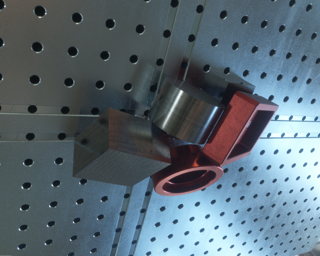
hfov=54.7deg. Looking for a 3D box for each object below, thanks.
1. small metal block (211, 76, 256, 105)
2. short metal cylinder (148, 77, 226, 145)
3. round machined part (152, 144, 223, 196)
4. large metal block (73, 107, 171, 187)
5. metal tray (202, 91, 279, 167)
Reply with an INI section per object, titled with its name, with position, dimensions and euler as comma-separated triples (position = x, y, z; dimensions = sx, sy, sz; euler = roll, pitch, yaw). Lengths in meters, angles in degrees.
[small metal block]
position = 0.100, -0.043, 0.439
dimensions = 0.050, 0.025, 0.050
euler = 3, 117, -30
[short metal cylinder]
position = 0.032, -0.022, 0.379
dimensions = 0.081, 0.080, 0.050
euler = 14, 111, -34
[round machined part]
position = 0.036, 0.057, 0.439
dimensions = 0.099, 0.042, 0.098
euler = -11, 149, -7
[large metal block]
position = -0.046, 0.027, 0.364
dimensions = 0.081, 0.050, 0.080
euler = 18, 142, -36
[metal tray]
position = 0.113, 0.000, 0.420
dimensions = 0.131, 0.030, 0.089
euler = -4, 125, -59
